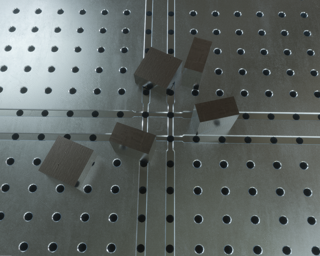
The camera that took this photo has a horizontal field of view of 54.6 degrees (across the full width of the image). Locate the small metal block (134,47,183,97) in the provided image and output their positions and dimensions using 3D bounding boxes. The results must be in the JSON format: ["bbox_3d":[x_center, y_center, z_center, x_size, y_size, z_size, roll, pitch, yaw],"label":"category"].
[{"bbox_3d":[-0.002,-0.080,0.441,0.050,0.025,0.050,26,72,9],"label":"small metal block"}]

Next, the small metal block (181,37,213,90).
[{"bbox_3d":[0.051,-0.089,0.431,0.025,0.050,0.050,17,71,6],"label":"small metal block"}]

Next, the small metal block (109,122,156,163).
[{"bbox_3d":[-0.033,0.020,0.391,0.050,0.050,0.025,19,71,7],"label":"small metal block"}]

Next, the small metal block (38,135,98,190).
[{"bbox_3d":[-0.116,0.044,0.395,0.050,0.025,0.050,22,72,8],"label":"small metal block"}]

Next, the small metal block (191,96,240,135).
[{"bbox_3d":[0.070,-0.015,0.404,0.050,0.050,0.025,-12,71,-4],"label":"small metal block"}]
